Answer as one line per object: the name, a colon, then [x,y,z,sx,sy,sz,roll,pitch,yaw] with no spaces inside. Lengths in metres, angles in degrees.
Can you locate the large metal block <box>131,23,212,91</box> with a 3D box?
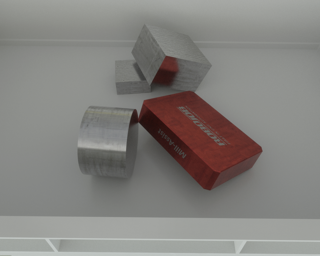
large metal block: [0.015,-0.102,0.454,0.081,0.050,0.080,3,44,-35]

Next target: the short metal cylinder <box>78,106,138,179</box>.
short metal cylinder: [-0.056,0.016,0.355,0.050,0.080,0.080,5,50,4]

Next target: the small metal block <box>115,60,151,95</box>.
small metal block: [-0.041,-0.078,0.470,0.050,0.025,0.050,-4,50,-4]

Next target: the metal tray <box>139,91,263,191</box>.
metal tray: [0.046,0.007,0.377,0.091,0.030,0.130,-17,49,-40]
